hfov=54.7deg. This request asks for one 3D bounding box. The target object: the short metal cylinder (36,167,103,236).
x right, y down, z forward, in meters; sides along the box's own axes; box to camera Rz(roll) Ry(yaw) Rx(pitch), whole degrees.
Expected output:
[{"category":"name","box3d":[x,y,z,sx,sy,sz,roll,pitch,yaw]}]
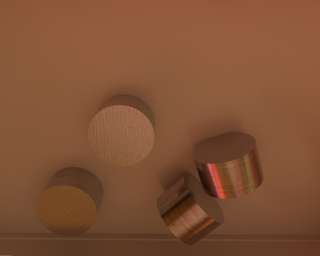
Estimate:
[{"category":"short metal cylinder","box3d":[-0.124,0.102,0.434,0.081,0.050,0.079,0,110,0]}]

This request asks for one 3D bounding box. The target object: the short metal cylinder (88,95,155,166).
[{"category":"short metal cylinder","box3d":[-0.047,0.002,0.398,0.081,0.050,0.079,0,110,0]}]

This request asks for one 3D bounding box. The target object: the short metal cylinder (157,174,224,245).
[{"category":"short metal cylinder","box3d":[0.042,0.110,0.423,0.050,0.080,0.080,-43,105,14]}]

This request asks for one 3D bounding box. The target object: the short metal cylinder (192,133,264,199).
[{"category":"short metal cylinder","box3d":[0.088,0.046,0.400,0.080,0.080,0.050,-16,110,6]}]
